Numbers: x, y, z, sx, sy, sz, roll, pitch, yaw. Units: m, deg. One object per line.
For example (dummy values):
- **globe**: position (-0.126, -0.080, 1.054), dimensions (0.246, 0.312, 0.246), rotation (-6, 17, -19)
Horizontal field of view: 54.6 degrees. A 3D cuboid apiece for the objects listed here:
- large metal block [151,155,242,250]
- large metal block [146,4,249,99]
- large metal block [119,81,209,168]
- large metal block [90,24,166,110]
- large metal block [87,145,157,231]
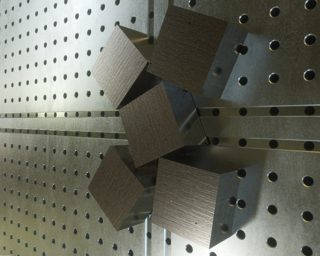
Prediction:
- **large metal block**: position (0.041, 0.080, 0.360), dimensions (0.080, 0.050, 0.080), rotation (12, 97, 39)
- **large metal block**: position (0.041, -0.087, 0.358), dimensions (0.080, 0.050, 0.080), rotation (31, 110, 33)
- **large metal block**: position (0.003, -0.002, 0.391), dimensions (0.080, 0.050, 0.080), rotation (-28, 72, 36)
- **large metal block**: position (-0.041, -0.081, 0.428), dimensions (0.080, 0.050, 0.080), rotation (-52, 59, 28)
- **large metal block**: position (-0.045, 0.080, 0.430), dimensions (0.080, 0.050, 0.080), rotation (45, 117, 31)
